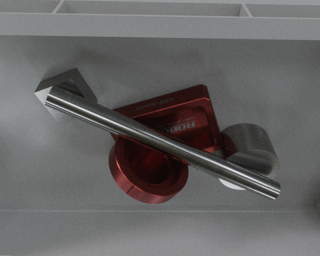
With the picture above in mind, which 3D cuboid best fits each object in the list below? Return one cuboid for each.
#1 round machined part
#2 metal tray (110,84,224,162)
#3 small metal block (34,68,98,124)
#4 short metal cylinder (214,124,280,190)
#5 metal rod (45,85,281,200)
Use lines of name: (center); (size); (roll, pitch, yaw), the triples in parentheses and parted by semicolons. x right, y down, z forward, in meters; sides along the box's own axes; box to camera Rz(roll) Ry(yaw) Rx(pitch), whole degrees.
round machined part: (-0.017, 0.049, 0.384); (0.099, 0.098, 0.042); (22, 134, -18)
metal tray: (0.009, 0.003, 0.406); (0.130, 0.030, 0.090); (-15, 129, 12)
small metal block: (-0.111, -0.038, 0.373); (0.050, 0.025, 0.050); (-17, 128, 13)
short metal cylinder: (0.117, 0.040, 0.427); (0.081, 0.050, 0.079); (0, 130, 0)
metal rod: (0.014, 0.023, 0.373); (0.302, 0.025, 0.025); (24, 126, -12)
